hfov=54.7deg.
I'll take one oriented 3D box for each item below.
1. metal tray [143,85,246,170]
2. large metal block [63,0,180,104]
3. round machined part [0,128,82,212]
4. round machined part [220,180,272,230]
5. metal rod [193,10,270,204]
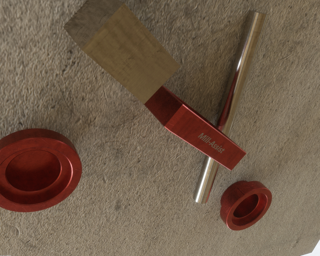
[{"bbox_3d":[0.040,-0.004,0.383,0.130,0.090,0.030,33,100,-38],"label":"metal tray"},{"bbox_3d":[-0.039,-0.080,0.301,0.050,0.080,0.080,-46,129,4],"label":"large metal block"},{"bbox_3d":[-0.141,0.042,0.345,0.099,0.042,0.097,-14,124,-21],"label":"round machined part"},{"bbox_3d":[0.150,0.134,0.561,0.099,0.042,0.097,-14,124,-21],"label":"round machined part"},{"bbox_3d":[0.095,-0.013,0.450,0.025,0.025,0.298,-2,120,-27],"label":"metal rod"}]
